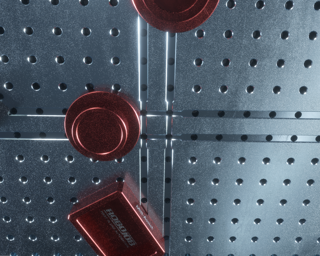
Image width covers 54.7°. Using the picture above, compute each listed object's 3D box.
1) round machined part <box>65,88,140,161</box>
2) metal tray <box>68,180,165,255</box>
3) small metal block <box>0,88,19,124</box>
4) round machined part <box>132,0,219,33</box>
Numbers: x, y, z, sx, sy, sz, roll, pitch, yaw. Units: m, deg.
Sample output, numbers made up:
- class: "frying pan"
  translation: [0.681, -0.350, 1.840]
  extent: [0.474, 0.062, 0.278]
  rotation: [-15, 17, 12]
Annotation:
- class: "round machined part"
  translation: [-0.075, 0.000, 0.404]
  extent: [0.099, 0.042, 0.097]
  rotation: [0, 110, 0]
- class: "metal tray"
  translation: [-0.062, 0.153, 0.466]
  extent: [0.090, 0.030, 0.130]
  rotation: [-28, 108, 9]
- class: "small metal block"
  translation: [-0.224, -0.028, 0.401]
  extent: [0.050, 0.025, 0.050]
  rotation: [-43, 105, 14]
- class: "round machined part"
  translation: [0.017, -0.158, 0.346]
  extent: [0.099, 0.042, 0.097]
  rotation: [0, 110, 0]
